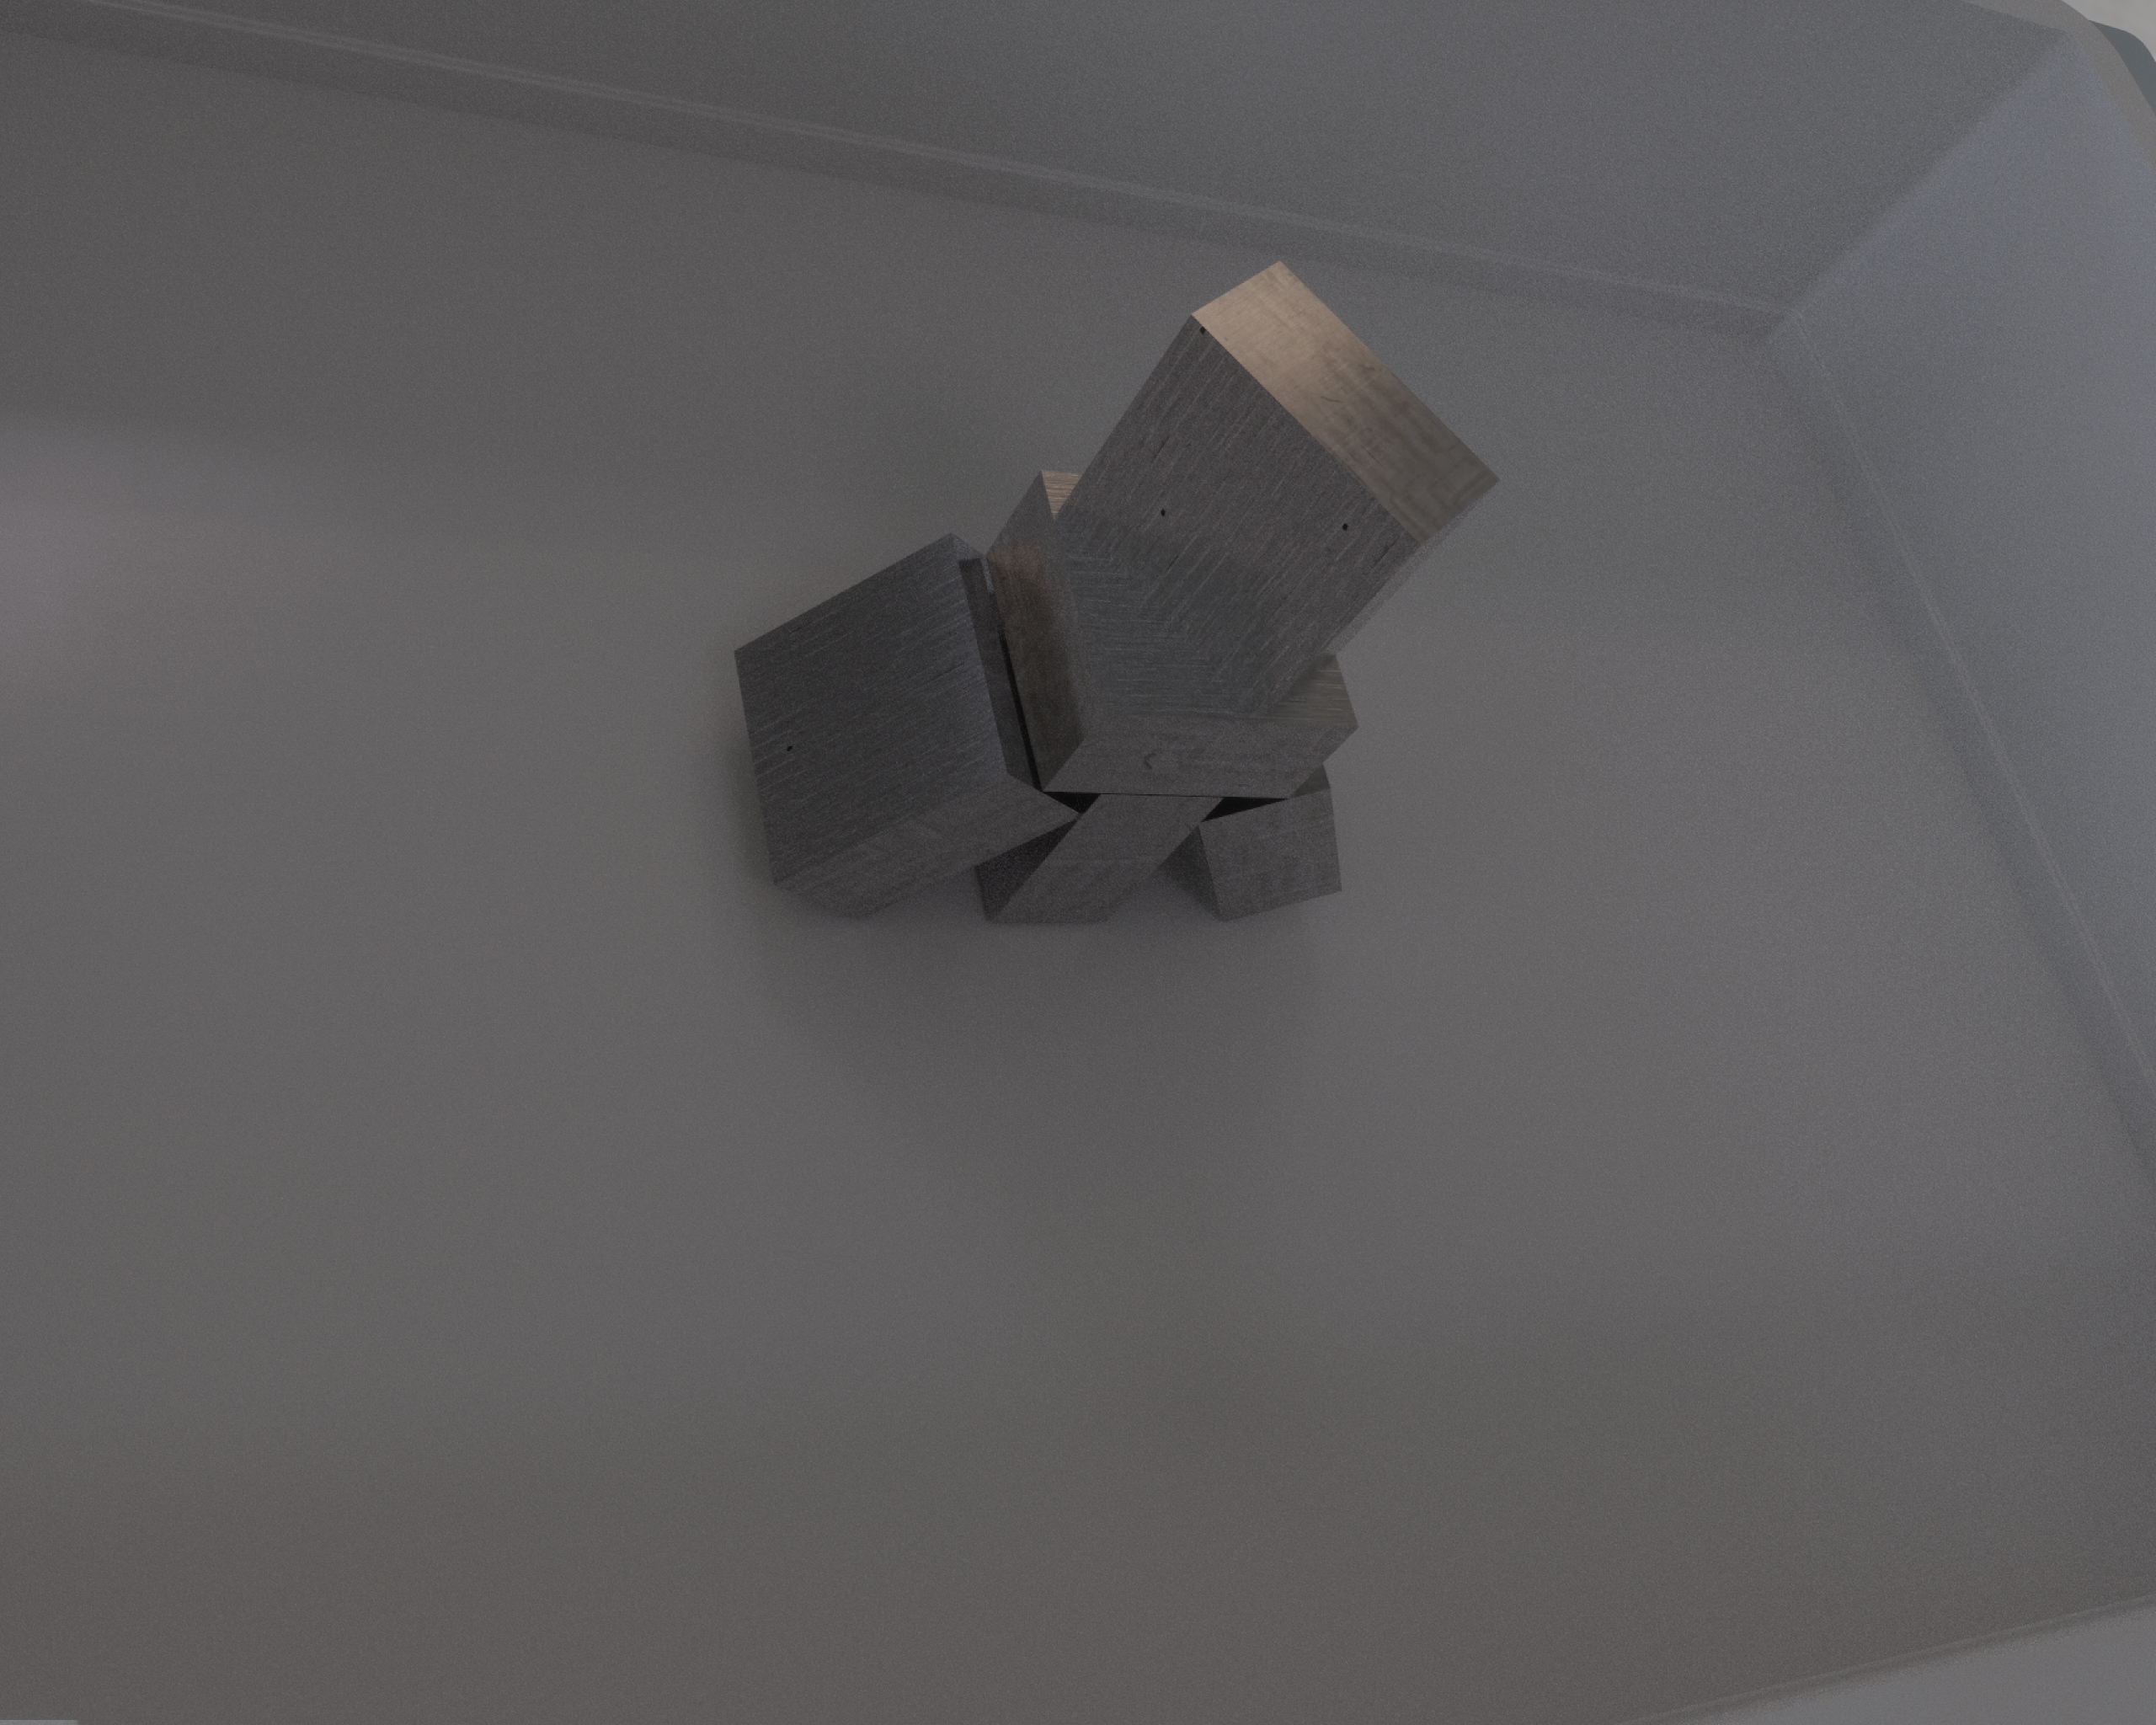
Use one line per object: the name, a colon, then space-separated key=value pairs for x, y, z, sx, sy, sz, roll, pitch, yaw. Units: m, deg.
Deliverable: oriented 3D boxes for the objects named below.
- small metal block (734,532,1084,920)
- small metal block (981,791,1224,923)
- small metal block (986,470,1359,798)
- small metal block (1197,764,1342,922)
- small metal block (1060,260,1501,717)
small metal block: x=-0.032 y=-0.024 z=0.381 sx=0.025 sy=0.050 sz=0.050 roll=28 pitch=42 yaw=-55
small metal block: x=-0.001 y=-0.022 z=0.400 sx=0.025 sy=0.050 sz=0.050 roll=1 pitch=61 yaw=-28
small metal block: x=0.016 y=-0.040 z=0.371 sx=0.050 sy=0.025 sz=0.050 roll=1 pitch=61 yaw=-28
small metal block: x=0.033 y=-0.023 z=0.416 sx=0.025 sy=0.050 sz=0.050 roll=-15 pitch=65 yaw=3
small metal block: x=0.032 y=-0.061 z=0.344 sx=0.050 sy=0.050 sz=0.025 roll=46 pitch=52 yaw=4
